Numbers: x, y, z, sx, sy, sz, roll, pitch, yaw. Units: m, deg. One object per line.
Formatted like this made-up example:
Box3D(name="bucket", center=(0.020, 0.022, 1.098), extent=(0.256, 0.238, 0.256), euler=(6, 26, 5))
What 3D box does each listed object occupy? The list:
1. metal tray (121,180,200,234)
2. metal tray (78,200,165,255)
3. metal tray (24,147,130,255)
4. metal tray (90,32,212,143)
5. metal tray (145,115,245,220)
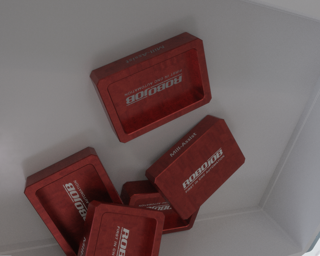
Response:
Box3D(name="metal tray", center=(0.001, 0.124, 0.482), extent=(0.131, 0.030, 0.089), euler=(1, 118, -29))
Box3D(name="metal tray", center=(-0.050, 0.157, 0.365), extent=(0.091, 0.030, 0.129), euler=(16, 77, -26))
Box3D(name="metal tray", center=(-0.096, 0.100, 0.391), extent=(0.090, 0.030, 0.129), euler=(-27, 112, -11))
Box3D(name="metal tray", center=(-0.006, -0.048, 0.372), extent=(0.131, 0.030, 0.090), euler=(-26, 128, -12))
Box3D(name="metal tray", center=(0.054, 0.055, 0.444), extent=(0.130, 0.030, 0.090), euler=(-41, 119, -13))
